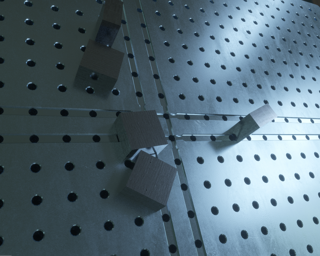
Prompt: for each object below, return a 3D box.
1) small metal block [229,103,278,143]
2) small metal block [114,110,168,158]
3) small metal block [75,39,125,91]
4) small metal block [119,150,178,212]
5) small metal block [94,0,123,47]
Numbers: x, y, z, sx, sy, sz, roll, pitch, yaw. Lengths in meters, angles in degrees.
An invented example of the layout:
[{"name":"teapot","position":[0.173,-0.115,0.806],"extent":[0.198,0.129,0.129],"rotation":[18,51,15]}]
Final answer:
[{"name":"small metal block","position":[0.142,-0.007,0.472],"extent":[0.050,0.050,0.025],"rotation":[-25,76,-37]},{"name":"small metal block","position":[-0.024,0.007,0.390],"extent":[0.050,0.025,0.050],"rotation":[-7,65,-31]},{"name":"small metal block","position":[-0.080,-0.085,0.417],"extent":[0.050,0.025,0.050],"rotation":[20,54,-17]},{"name":"small metal block","position":[-0.013,0.062,0.363],"extent":[0.050,0.025,0.050],"rotation":[29,52,-10]},{"name":"small metal block","position":[-0.074,-0.149,0.443],"extent":[0.025,0.050,0.050],"rotation":[14,56,-21]}]
